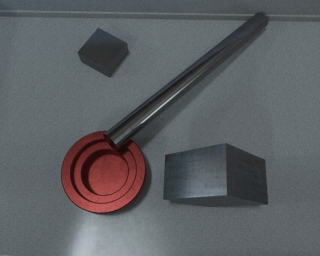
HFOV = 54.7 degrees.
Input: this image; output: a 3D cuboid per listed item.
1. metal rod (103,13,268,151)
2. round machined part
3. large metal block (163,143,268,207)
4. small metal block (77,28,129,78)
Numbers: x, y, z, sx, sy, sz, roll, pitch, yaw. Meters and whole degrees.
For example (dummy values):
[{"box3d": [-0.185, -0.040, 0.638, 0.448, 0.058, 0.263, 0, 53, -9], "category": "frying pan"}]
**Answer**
[{"box3d": [0.049, -0.074, 0.413, 0.025, 0.025, 0.301, 44, 66, 14], "category": "metal rod"}, {"box3d": [-0.066, 0.056, 0.379, 0.099, 0.042, 0.098, 0, 70, -1], "category": "round machined part"}, {"box3d": [0.062, 0.057, 0.343, 0.080, 0.080, 0.050, -16, 63, 42], "category": "large metal block"}, {"box3d": [-0.081, -0.109, 0.449, 0.050, 0.025, 0.050, 30, 73, 10], "category": "small metal block"}]
